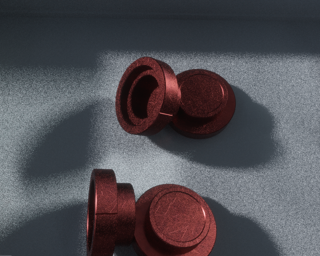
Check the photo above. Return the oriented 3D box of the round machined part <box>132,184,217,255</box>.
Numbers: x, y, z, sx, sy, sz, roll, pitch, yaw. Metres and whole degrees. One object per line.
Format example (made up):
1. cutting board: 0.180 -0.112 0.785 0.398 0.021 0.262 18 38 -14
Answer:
1. round machined part: 0.017 0.105 0.345 0.099 0.042 0.098 8 50 -10

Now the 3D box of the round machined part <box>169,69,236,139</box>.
1. round machined part: 0.053 -0.037 0.415 0.099 0.042 0.098 0 70 -1

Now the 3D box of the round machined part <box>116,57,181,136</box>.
1. round machined part: -0.011 -0.038 0.395 0.042 0.098 0.098 10 63 -42

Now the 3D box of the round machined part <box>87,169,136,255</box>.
1. round machined part: -0.054 0.094 0.338 0.042 0.098 0.098 4 69 -17
